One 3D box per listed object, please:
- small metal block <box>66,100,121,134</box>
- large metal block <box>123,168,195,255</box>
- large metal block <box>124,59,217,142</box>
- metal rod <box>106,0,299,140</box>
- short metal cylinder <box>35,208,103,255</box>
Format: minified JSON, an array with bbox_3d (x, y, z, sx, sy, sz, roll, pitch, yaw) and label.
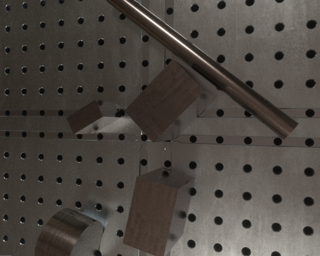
[{"bbox_3d":[-0.091,-0.014,0.430,0.050,0.050,0.025,-29,81,17],"label":"small metal block"},{"bbox_3d":[0.002,0.099,0.382,0.050,0.080,0.079,13,95,19],"label":"large metal block"},{"bbox_3d":[0.017,-0.030,0.377,0.080,0.080,0.050,-45,76,14],"label":"large metal block"},{"bbox_3d":[0.043,-0.091,0.396,0.300,0.025,0.025,41,103,15],"label":"metal rod"},{"bbox_3d":[-0.122,0.157,0.425,0.050,0.080,0.079,17,96,19],"label":"short metal cylinder"}]
